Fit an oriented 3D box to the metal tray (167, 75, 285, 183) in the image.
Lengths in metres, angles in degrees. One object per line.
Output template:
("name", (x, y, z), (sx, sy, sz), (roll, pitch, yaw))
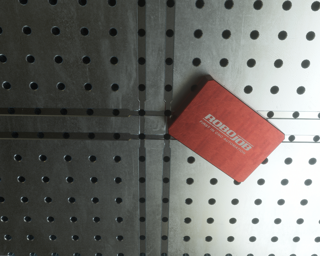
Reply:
("metal tray", (0.086, 0.003, 0.413), (0.130, 0.030, 0.090), (35, 106, -13))
